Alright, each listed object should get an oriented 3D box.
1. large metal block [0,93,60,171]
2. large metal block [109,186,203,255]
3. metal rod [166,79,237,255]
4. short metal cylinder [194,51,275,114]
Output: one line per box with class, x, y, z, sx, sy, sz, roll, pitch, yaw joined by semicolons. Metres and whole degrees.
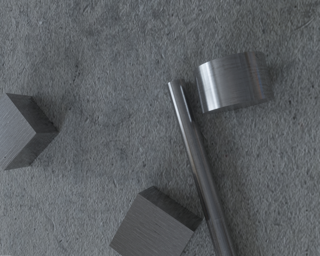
large metal block;-0.216;0.005;0.470;0.080;0.050;0.080;-45;77;14
large metal block;-0.004;0.134;0.396;0.080;0.050;0.080;31;100;17
metal rod;0.061;0.084;0.387;0.025;0.025;0.298;-18;84;19
short metal cylinder;0.083;-0.048;0.350;0.080;0.080;0.050;-13;86;19
